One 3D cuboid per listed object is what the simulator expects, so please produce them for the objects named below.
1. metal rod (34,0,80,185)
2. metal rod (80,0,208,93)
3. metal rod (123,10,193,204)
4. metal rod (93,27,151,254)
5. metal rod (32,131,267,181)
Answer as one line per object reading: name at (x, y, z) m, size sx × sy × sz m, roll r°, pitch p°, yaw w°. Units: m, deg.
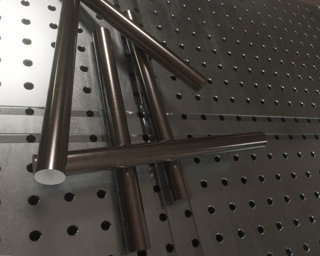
metal rod at (-0.111, -0.072, 0.357) m, size 0.025 × 0.025 × 0.300 m, roll 11°, pitch 46°, yaw -23°
metal rod at (-0.056, -0.152, 0.446) m, size 0.300 × 0.025 × 0.025 m, roll 40°, pitch 50°, yaw 9°
metal rod at (-0.012, -0.045, 0.430) m, size 0.025 × 0.025 × 0.299 m, roll -2°, pitch 63°, yaw -30°
metal rod at (-0.053, -0.004, 0.383) m, size 0.025 × 0.025 × 0.299 m, roll 1°, pitch 61°, yaw -28°
metal rod at (0.013, 0.027, 0.366) m, size 0.303 × 0.025 × 0.025 m, roll -4°, pitch 64°, yaw -30°
